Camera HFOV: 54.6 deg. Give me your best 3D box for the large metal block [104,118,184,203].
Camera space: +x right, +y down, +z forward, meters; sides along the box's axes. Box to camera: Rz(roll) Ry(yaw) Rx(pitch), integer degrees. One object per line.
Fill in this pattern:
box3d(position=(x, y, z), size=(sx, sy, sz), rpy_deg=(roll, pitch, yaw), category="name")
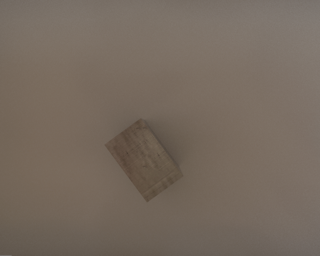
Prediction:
box3d(position=(-0.018, 0.036, 0.384), size=(0.050, 0.080, 0.080), rpy_deg=(-36, 90, 0), category="large metal block")
